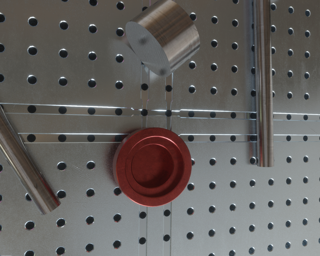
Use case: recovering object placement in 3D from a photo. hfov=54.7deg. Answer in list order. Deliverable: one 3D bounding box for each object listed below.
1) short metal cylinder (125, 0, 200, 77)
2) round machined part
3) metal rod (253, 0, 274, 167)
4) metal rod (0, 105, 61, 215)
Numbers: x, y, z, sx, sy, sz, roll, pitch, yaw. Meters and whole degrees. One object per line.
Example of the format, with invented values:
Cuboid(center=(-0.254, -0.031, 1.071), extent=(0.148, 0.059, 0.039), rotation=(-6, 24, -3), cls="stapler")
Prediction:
Cuboid(center=(0.003, -0.110, 0.384), extent=(0.050, 0.080, 0.080), rotation=(-42, 103, -15), cls="short metal cylinder")
Cuboid(center=(-0.012, 0.048, 0.399), extent=(0.099, 0.042, 0.097), rotation=(0, 90, -20), cls="round machined part")
Cuboid(center=(0.157, -0.091, 0.469), extent=(0.025, 0.025, 0.298), rotation=(-2, 91, -20), cls="metal rod")
Cuboid(center=(-0.197, -0.035, 0.339), extent=(0.025, 0.025, 0.299), rotation=(-31, 100, -17), cls="metal rod")
